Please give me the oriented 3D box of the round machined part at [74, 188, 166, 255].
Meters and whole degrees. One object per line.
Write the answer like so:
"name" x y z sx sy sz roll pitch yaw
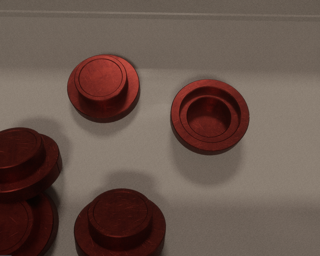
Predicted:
"round machined part" -0.042 0.104 0.335 0.099 0.042 0.098 3 31 -2

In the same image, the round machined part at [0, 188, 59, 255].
"round machined part" -0.173 0.112 0.358 0.099 0.042 0.098 0 70 -1

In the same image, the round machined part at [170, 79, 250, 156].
"round machined part" 0.063 -0.011 0.405 0.099 0.042 0.098 0 70 -1

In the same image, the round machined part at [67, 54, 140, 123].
"round machined part" -0.077 -0.059 0.421 0.099 0.042 0.098 0 70 -1

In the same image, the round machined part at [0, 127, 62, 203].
"round machined part" -0.169 0.036 0.363 0.099 0.042 0.098 1 40 0
